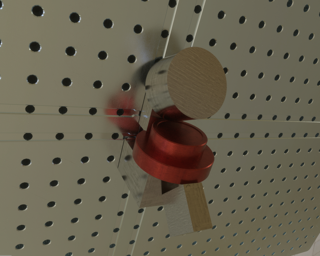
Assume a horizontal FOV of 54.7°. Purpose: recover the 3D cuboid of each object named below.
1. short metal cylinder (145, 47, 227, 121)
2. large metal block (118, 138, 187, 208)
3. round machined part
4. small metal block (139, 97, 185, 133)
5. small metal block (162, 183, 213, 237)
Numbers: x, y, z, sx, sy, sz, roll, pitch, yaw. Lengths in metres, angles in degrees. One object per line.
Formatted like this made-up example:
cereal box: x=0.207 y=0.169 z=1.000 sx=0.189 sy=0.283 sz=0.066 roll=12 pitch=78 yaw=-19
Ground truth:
short metal cylinder: x=0.030 y=-0.049 z=0.361 sx=0.081 sy=0.050 sz=0.080 roll=1 pitch=88 yaw=-29
large metal block: x=-0.001 y=0.055 z=0.410 sx=0.081 sy=0.080 sz=0.050 roll=1 pitch=118 yaw=-29
round machined part: x=0.019 y=0.022 z=0.376 sx=0.099 sy=0.098 sz=0.042 roll=1 pitch=118 yaw=-29
small metal block: x=0.005 y=-0.022 z=0.401 sx=0.050 sy=0.025 sz=0.050 roll=1 pitch=118 yaw=-29
small metal block: x=0.029 y=0.094 z=0.353 sx=0.025 sy=0.050 sz=0.050 roll=1 pitch=156 yaw=-30
